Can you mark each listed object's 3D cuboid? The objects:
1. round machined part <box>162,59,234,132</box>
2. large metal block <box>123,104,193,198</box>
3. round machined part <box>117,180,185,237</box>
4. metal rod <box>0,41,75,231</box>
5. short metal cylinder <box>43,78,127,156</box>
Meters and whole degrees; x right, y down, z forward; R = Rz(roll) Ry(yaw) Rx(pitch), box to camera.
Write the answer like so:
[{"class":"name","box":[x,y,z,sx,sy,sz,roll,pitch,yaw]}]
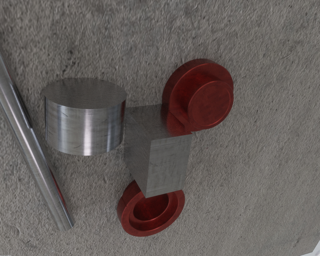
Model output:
[{"class":"round machined part","box":[0.056,-0.037,0.404,0.099,0.042,0.097,-14,124,-21]},{"class":"large metal block","box":[-0.007,0.025,0.383,0.050,0.080,0.079,-8,122,-24]},{"class":"round machined part","box":[-0.016,0.108,0.454,0.099,0.042,0.097,-14,124,-21]},{"class":"metal rod","box":[-0.144,0.007,0.332,0.025,0.025,0.298,-20,126,-17]},{"class":"short metal cylinder","box":[-0.077,-0.015,0.320,0.081,0.080,0.050,-6,121,-26]}]
